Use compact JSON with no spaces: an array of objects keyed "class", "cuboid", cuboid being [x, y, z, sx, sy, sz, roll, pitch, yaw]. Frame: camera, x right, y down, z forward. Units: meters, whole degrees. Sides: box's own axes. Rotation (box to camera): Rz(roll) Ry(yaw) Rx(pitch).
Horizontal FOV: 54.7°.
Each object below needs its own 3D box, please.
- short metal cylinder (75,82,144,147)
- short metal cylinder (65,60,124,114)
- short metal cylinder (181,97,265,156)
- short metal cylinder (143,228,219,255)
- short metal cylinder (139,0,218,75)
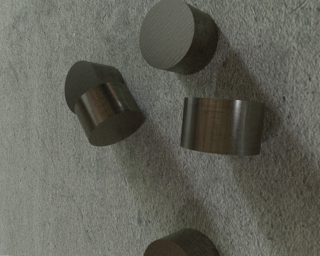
[{"class":"short metal cylinder","cuboid":[-0.069,-0.018,0.427,0.080,0.081,0.050,-45,64,31]},{"class":"short metal cylinder","cuboid":[-0.101,-0.059,0.472,0.080,0.050,0.080,0,90,40]},{"class":"short metal cylinder","cuboid":[0.063,-0.003,0.317,0.080,0.081,0.050,8,95,40]},{"class":"short metal cylinder","cuboid":[0.026,0.166,0.368,0.080,0.050,0.080,0,90,40]},{"class":"short metal cylinder","cuboid":[0.022,-0.107,0.371,0.080,0.050,0.080,0,90,40]}]
